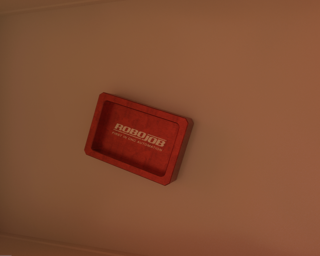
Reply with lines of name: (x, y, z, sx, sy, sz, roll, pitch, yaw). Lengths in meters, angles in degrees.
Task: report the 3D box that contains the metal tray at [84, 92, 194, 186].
metal tray: (-0.030, 0.012, 0.417, 0.130, 0.030, 0.089, 19, 96, 18)
